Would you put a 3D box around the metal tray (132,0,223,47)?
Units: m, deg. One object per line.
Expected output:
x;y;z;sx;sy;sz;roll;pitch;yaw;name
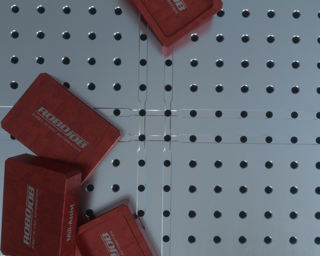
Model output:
0.006;-0.180;0.387;0.090;0.030;0.130;-34;106;8;metal tray

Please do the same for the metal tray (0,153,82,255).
-0.149;0.105;0.383;0.090;0.030;0.129;12;101;19;metal tray

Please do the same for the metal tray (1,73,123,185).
-0.127;0.001;0.409;0.130;0.030;0.090;38;90;-1;metal tray

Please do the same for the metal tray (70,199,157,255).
-0.055;0.173;0.410;0.090;0.030;0.130;-27;90;-1;metal tray
